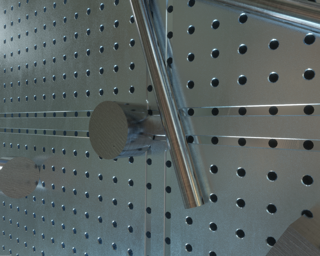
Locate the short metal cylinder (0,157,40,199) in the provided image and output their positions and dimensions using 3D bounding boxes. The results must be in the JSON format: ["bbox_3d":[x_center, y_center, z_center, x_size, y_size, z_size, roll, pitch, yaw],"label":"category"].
[{"bbox_3d":[-0.289,0.096,0.612,0.050,0.081,0.080,-2,89,40],"label":"short metal cylinder"}]

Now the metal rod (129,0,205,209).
[{"bbox_3d":[0.005,-0.046,0.405,0.025,0.025,0.299,-24,75,37],"label":"metal rod"}]

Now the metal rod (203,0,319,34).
[{"bbox_3d":[0.072,-0.152,0.349,0.300,0.025,0.025,34,111,35],"label":"metal rod"}]

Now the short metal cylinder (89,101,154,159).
[{"bbox_3d":[-0.056,0.003,0.439,0.080,0.050,0.079,0,90,40],"label":"short metal cylinder"}]

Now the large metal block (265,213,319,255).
[{"bbox_3d":[0.137,0.139,0.280,0.080,0.050,0.079,41,115,32],"label":"large metal block"}]
